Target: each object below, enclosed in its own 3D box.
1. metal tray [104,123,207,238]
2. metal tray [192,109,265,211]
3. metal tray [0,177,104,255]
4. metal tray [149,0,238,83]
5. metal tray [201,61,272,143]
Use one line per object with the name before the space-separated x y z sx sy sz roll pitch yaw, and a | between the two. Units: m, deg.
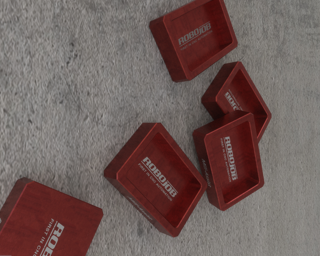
metal tray | 0.000 0.067 0.401 0.130 0.030 0.090 52 60 -27
metal tray | 0.106 0.048 0.466 0.091 0.030 0.129 -25 113 -22
metal tray | -0.122 0.124 0.299 0.090 0.030 0.130 35 68 -34
metal tray | 0.054 -0.133 0.445 0.131 0.030 0.090 -39 114 -33
metal tray | 0.130 -0.032 0.509 0.130 0.030 0.090 50 61 -29
